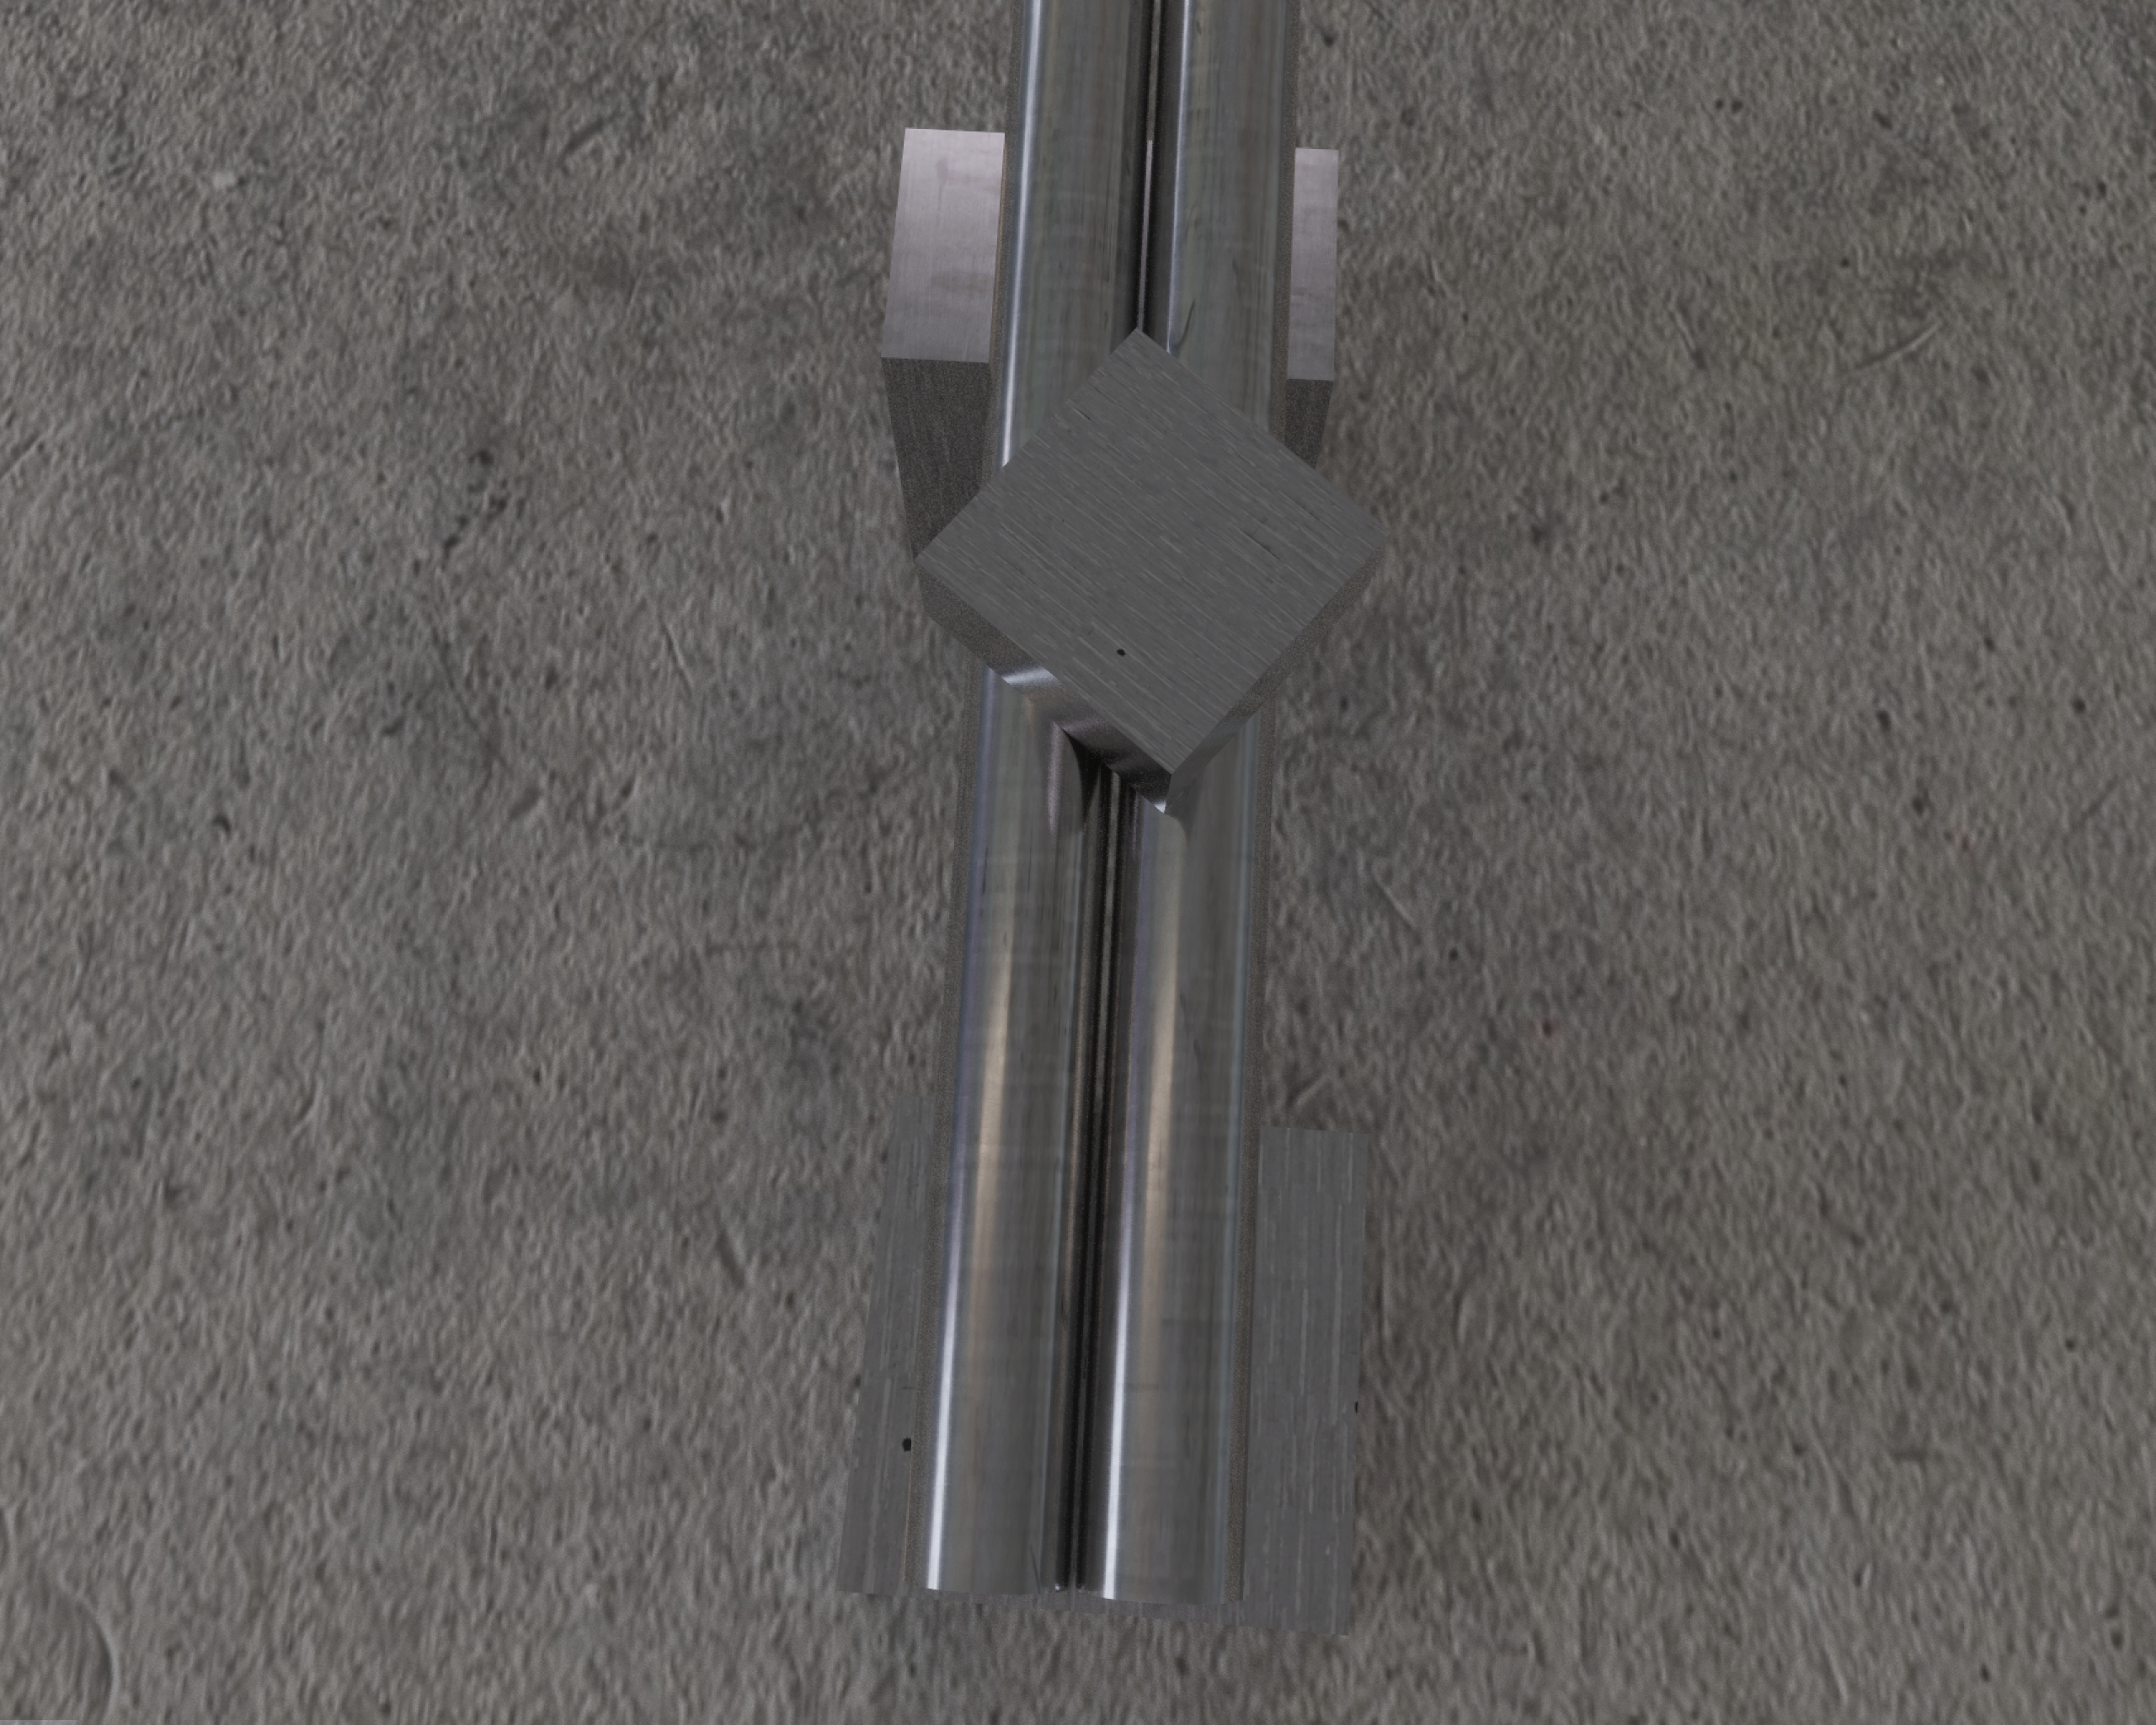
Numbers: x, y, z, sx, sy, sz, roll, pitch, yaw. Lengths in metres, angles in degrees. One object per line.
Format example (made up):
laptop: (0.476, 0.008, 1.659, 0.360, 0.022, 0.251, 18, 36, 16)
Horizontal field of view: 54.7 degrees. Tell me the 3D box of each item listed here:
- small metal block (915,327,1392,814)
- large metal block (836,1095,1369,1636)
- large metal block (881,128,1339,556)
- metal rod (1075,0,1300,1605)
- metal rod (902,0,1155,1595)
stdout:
small metal block: (0.011, -0.045, 0.322, 0.050, 0.025, 0.050, 41, 80, 7)
large metal block: (0.006, 0.088, 0.363, 0.080, 0.050, 0.080, 5, 70, 1)
large metal block: (0.007, -0.098, 0.416, 0.080, 0.080, 0.050, 3, 70, 1)
metal rod: (0.021, -0.036, 0.345, 0.025, 0.025, 0.299, 3, 77, 1)
metal rod: (-0.005, -0.037, 0.346, 0.025, 0.025, 0.299, 3, 77, 1)
